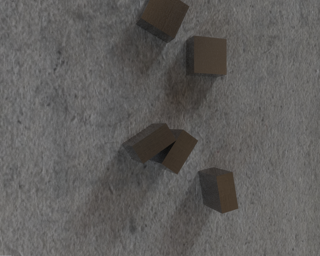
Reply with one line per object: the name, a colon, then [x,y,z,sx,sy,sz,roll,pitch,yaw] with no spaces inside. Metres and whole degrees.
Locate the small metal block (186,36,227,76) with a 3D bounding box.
small metal block: [0.065,-0.099,0.434,0.050,0.025,0.050,0,90,-21]

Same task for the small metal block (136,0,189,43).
small metal block: [0.003,-0.150,0.411,0.050,0.025,0.050,27,81,-19]

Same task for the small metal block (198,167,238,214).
small metal block: [0.079,0.084,0.427,0.025,0.050,0.050,-11,94,-20]

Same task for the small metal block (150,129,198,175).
small metal block: [0.016,0.029,0.403,0.025,0.050,0.050,37,78,-17]

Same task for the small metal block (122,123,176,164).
small metal block: [-0.015,0.018,0.391,0.050,0.050,0.025,-34,102,-17]
